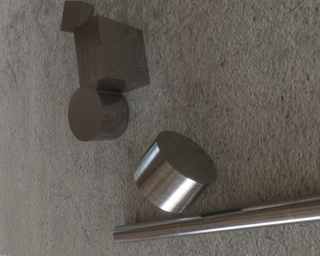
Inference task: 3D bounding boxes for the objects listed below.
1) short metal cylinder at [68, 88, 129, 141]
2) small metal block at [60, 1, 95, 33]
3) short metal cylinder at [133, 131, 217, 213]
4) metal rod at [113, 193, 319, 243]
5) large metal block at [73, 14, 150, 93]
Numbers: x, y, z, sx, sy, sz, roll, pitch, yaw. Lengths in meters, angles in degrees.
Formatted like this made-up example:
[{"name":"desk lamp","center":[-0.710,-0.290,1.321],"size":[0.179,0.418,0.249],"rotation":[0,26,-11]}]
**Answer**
[{"name":"short metal cylinder","center":[-0.092,-0.021,0.462],"size":[0.080,0.050,0.079],"rotation":[0,90,39]},{"name":"small metal block","center":[-0.137,-0.182,0.515],"size":[0.050,0.025,0.050],"rotation":[20,102,38]},{"name":"short metal cylinder","center":[0.017,0.049,0.353],"size":[0.080,0.081,0.050],"rotation":[51,120,27]},{"name":"metal rod","center":[0.052,0.110,0.360],"size":[0.299,0.025,0.025],"rotation":[-22,76,37]},{"name":"large metal block","center":[-0.064,-0.096,0.420],"size":[0.050,0.081,0.080],"rotation":[-13,82,39]}]
